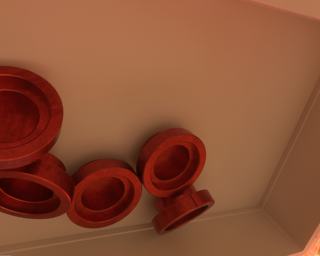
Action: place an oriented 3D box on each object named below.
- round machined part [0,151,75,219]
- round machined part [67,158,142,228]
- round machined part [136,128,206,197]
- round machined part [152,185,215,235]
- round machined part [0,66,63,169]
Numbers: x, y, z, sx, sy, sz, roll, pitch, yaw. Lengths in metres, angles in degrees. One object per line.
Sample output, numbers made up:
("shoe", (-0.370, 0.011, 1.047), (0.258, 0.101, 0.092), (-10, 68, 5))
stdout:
("round machined part", (-0.142, 0.058, 0.338), (0.099, 0.042, 0.097), (1, 137, 1))
("round machined part", (-0.077, 0.080, 0.405), (0.099, 0.042, 0.097), (-14, 124, -21))
("round machined part", (0.012, 0.043, 0.427), (0.099, 0.042, 0.097), (-15, 122, -25))
("round machined part", (0.030, 0.119, 0.471), (0.099, 0.042, 0.098), (-25, 155, -12))
("round machined part", (-0.144, -0.007, 0.290), (0.099, 0.098, 0.042), (-7, 155, -25))
